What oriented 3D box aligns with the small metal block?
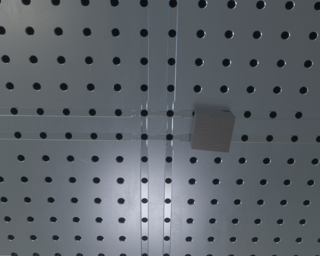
[{"bbox_3d":[0.069,0.003,0.415,0.050,0.025,0.050,5,110,-2],"label":"small metal block"}]
